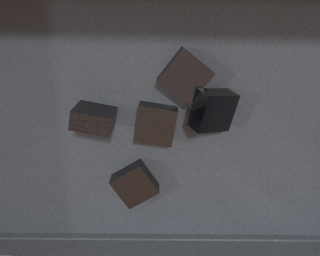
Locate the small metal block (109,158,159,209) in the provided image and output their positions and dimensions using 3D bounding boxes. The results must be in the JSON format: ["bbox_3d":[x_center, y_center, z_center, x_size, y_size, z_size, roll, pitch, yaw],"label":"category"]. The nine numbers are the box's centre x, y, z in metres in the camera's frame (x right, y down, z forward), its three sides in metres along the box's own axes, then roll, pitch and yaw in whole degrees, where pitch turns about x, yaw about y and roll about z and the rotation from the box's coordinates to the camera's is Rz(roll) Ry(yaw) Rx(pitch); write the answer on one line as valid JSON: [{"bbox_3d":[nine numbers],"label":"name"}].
[{"bbox_3d":[-0.036,0.079,0.440,0.050,0.025,0.050,-30,108,10],"label":"small metal block"}]

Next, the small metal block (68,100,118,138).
[{"bbox_3d":[-0.083,-0.013,0.392,0.050,0.050,0.025,11,110,-4],"label":"small metal block"}]

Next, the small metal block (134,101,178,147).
[{"bbox_3d":[-0.006,-0.005,0.409,0.050,0.025,0.050,9,110,-4],"label":"small metal block"}]

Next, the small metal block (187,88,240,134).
[{"bbox_3d":[0.067,-0.022,0.389,0.050,0.025,0.050,-4,120,-31],"label":"small metal block"}]

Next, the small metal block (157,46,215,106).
[{"bbox_3d":[0.032,-0.065,0.387,0.050,0.025,0.050,36,106,-13],"label":"small metal block"}]
